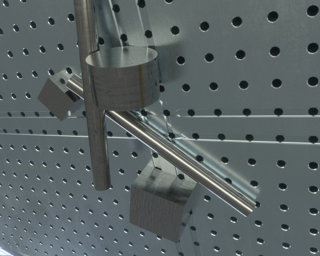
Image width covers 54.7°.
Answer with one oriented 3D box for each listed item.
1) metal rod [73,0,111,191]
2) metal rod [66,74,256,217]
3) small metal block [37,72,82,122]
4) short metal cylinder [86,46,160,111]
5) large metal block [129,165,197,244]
[{"bbox_3d":[-0.086,-0.053,0.396,0.025,0.025,0.298,9,114,23],"label":"metal rod"},{"bbox_3d":[-0.001,0.021,0.424,0.301,0.025,0.025,36,129,4],"label":"metal rod"},{"bbox_3d":[-0.147,-0.046,0.460,0.050,0.025,0.050,45,129,-3],"label":"small metal block"},{"bbox_3d":[-0.041,-0.060,0.361,0.080,0.080,0.050,10,123,23],"label":"short metal cylinder"},{"bbox_3d":[0.003,0.113,0.464,0.080,0.050,0.079,18,126,17],"label":"large metal block"}]
